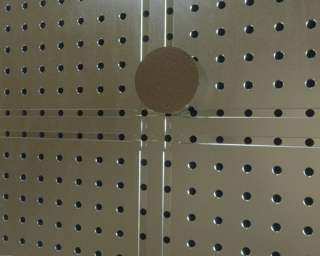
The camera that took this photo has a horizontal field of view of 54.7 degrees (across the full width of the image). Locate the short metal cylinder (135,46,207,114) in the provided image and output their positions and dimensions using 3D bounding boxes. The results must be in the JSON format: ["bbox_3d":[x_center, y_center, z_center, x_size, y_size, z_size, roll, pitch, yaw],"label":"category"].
[{"bbox_3d":[0.015,-0.058,0.393,0.080,0.050,0.079,0,90,19],"label":"short metal cylinder"}]
